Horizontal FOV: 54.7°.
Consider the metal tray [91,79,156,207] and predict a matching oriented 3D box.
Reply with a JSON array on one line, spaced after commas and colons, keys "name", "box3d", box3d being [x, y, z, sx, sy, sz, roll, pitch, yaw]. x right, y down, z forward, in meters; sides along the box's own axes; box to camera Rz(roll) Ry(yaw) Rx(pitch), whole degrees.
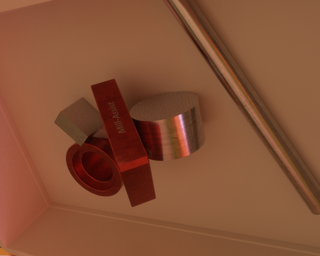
[{"name": "metal tray", "box3d": [-0.044, 0.016, 0.367, 0.030, 0.130, 0.090, -19, 143, -10]}]

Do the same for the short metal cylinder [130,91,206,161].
[{"name": "short metal cylinder", "box3d": [0.010, -0.004, 0.364, 0.080, 0.080, 0.050, 0, 119, 27]}]

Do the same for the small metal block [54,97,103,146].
[{"name": "small metal block", "box3d": [-0.112, -0.010, 0.443, 0.050, 0.050, 0.025, 42, 129, -1]}]

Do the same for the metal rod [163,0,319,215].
[{"name": "metal rod", "box3d": [0.100, -0.024, 0.340, 0.025, 0.025, 0.300, -30, 102, 37]}]

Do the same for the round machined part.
[{"name": "round machined part", "box3d": [-0.092, 0.054, 0.477, 0.098, 0.042, 0.097, 13, 124, 20]}]
